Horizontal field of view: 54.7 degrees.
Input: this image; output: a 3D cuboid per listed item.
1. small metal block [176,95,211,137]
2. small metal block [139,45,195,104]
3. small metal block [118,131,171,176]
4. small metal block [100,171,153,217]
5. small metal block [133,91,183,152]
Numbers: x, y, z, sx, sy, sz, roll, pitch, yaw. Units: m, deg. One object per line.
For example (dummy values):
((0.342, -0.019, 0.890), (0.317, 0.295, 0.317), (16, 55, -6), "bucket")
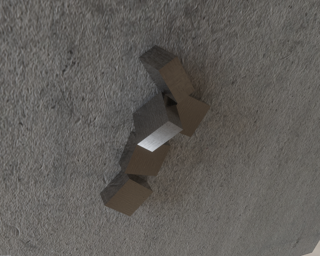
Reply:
((0.030, -0.021, 0.410), (0.050, 0.025, 0.050), (20, 107, -36), "small metal block")
((0.008, -0.062, 0.355), (0.025, 0.050, 0.050), (-39, 129, -6), "small metal block")
((-0.021, 0.035, 0.417), (0.050, 0.025, 0.050), (11, 113, -33), "small metal block")
((-0.047, 0.092, 0.438), (0.050, 0.025, 0.050), (-48, 129, 5), "small metal block")
((-0.004, -0.008, 0.374), (0.050, 0.050, 0.025), (-37, 133, 25), "small metal block")
